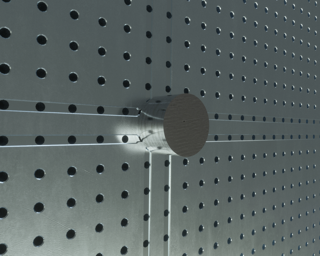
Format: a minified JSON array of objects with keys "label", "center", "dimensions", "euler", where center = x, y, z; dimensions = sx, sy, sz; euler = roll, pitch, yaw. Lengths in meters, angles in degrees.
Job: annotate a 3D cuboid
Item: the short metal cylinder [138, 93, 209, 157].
[{"label":"short metal cylinder","center":[0.019,-0.004,0.407],"dimensions":[0.081,0.050,0.080],"euler":[0,90,-40]}]
